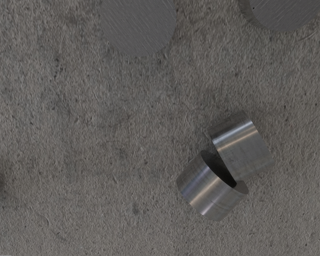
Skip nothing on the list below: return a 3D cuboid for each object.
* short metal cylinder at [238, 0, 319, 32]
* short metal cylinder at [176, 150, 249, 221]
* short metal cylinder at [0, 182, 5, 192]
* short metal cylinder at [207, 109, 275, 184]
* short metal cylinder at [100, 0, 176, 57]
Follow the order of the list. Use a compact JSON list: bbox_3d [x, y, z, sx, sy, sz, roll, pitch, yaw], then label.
[{"bbox_3d":[0.132,-0.150,0.342,0.081,0.050,0.079,0,110,0],"label":"short metal cylinder"},{"bbox_3d":[0.069,0.075,0.408,0.080,0.080,0.050,35,106,-12],"label":"short metal cylinder"},{"bbox_3d":[-0.257,0.097,0.414,0.050,0.080,0.080,39,106,-13],"label":"short metal cylinder"},{"bbox_3d":[0.101,0.023,0.390,0.050,0.080,0.080,-29,108,10],"label":"short metal cylinder"},{"bbox_3d":[-0.023,-0.124,0.350,0.081,0.050,0.079,0,110,0],"label":"short metal cylinder"}]
